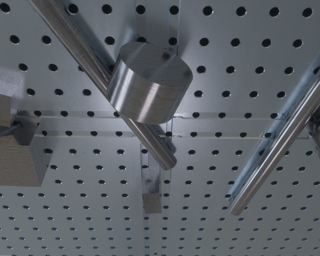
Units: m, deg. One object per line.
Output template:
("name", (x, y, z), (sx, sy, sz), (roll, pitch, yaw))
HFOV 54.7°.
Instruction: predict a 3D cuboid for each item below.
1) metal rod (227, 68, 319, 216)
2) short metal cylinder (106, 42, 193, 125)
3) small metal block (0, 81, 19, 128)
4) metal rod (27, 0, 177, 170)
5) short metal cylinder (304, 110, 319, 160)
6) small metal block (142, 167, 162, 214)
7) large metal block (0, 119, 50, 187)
("metal rod", (0.165, 0.030, 0.438), (0.025, 0.025, 0.298), (11, 129, -10))
("short metal cylinder", (-0.012, -0.049, 0.333), (0.081, 0.080, 0.050), (16, 128, -14))
("small metal block", (-0.206, -0.033, 0.382), (0.050, 0.025, 0.050), (14, 129, -12))
("metal rod", (-0.058, -0.048, 0.370), (0.025, 0.025, 0.300), (-23, 127, 18))
("short metal cylinder", (0.239, 0.007, 0.403), (0.081, 0.050, 0.079), (0, 130, 0))
("small metal block", (-0.012, 0.096, 0.477), (0.025, 0.050, 0.050), (-3, 130, 3))
("large metal block", (-0.204, 0.034, 0.422), (0.081, 0.050, 0.079), (3, 130, -3))
